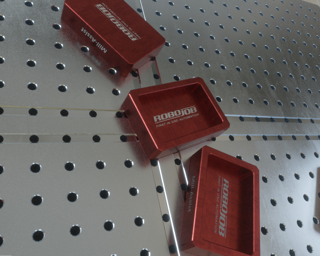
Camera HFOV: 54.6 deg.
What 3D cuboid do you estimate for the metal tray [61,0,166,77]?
[{"bbox_3d":[-0.067,-0.146,0.458,0.130,0.030,0.090,43,51,2],"label":"metal tray"}]

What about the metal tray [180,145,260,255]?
[{"bbox_3d":[0.079,0.096,0.388,0.090,0.030,0.130,23,53,-15],"label":"metal tray"}]

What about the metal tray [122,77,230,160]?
[{"bbox_3d":[0.025,-0.018,0.428,0.131,0.030,0.090,-17,71,-35],"label":"metal tray"}]
